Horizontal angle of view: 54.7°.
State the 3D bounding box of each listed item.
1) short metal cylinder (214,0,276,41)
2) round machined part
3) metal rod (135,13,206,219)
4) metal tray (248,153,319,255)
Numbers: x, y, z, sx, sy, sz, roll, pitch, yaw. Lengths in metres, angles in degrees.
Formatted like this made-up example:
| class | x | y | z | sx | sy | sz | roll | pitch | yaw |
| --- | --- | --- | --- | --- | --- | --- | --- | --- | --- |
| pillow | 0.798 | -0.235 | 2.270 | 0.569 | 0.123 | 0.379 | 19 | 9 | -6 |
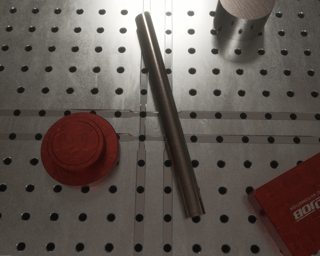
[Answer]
| class | x | y | z | sx | sy | sz | roll | pitch | yaw |
| --- | --- | --- | --- | --- | --- | --- | --- | --- | --- |
| short metal cylinder | 0.125 | -0.179 | 0.465 | 0.081 | 0.050 | 0.080 | 0 | 70 | 0 |
| round machined part | -0.102 | 0.024 | 0.393 | 0.099 | 0.042 | 0.098 | 0 | 70 | -1 |
| metal rod | 0.009 | -0.030 | 0.422 | 0.025 | 0.025 | 0.299 | -12 | 71 | -5 |
| metal tray | 0.188 | 0.089 | 0.379 | 0.131 | 0.030 | 0.090 | -27 | 73 | -10 |
